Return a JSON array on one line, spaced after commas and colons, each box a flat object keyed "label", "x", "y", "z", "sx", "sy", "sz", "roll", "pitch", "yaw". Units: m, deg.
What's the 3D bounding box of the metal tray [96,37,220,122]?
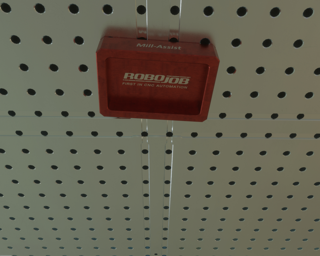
[{"label": "metal tray", "x": -0.005, "y": -0.054, "z": 0.362, "sx": 0.131, "sy": 0.030, "sz": 0.089, "roll": 3, "pitch": 130, "yaw": -3}]
